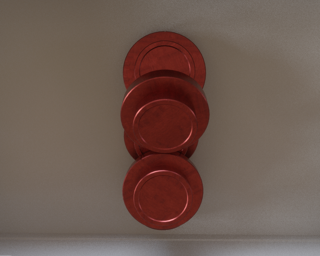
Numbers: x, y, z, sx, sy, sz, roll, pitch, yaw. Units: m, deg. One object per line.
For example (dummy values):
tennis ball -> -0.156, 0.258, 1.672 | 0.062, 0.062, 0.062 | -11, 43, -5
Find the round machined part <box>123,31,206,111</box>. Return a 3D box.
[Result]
round machined part -> 0.005, -0.065, 0.365 | 0.099, 0.042, 0.097 | 0, 94, -1

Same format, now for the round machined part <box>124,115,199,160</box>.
round machined part -> 0.002, 0.012, 0.405 | 0.099, 0.042, 0.097 | 0, 109, 0

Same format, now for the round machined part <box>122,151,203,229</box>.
round machined part -> 0.004, 0.078, 0.375 | 0.099, 0.042, 0.097 | 0, 99, -1

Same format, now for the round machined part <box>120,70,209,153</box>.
round machined part -> 0.005, -0.011, 0.342 | 0.099, 0.042, 0.097 | 0, 123, 0

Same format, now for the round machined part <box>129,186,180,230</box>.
round machined part -> 0.004, 0.102, 0.424 | 0.099, 0.042, 0.097 | 0, 125, 0
